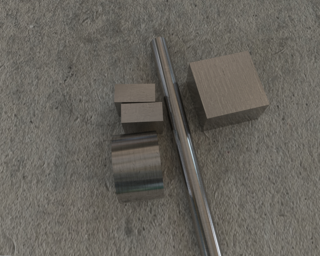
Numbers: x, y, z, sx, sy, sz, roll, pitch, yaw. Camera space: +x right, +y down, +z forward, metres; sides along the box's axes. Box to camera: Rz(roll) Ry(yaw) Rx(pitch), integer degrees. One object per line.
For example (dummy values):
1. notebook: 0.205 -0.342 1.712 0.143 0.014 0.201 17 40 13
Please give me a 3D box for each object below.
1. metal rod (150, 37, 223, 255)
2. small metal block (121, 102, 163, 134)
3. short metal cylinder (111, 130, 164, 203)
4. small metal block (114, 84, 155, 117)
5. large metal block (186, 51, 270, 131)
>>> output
1. metal rod: 0.029 0.012 0.404 0.025 0.025 0.299 -11 70 -5
2. small metal block: -0.022 -0.011 0.399 0.050 0.050 0.025 -3 70 -1
3. short metal cylinder: -0.025 0.045 0.362 0.050 0.080 0.080 -7 70 -3
4. small metal block: -0.031 -0.035 0.407 0.050 0.050 0.025 -1 70 -1
5. large metal block: 0.086 -0.048 0.414 0.081 0.050 0.080 -13 71 -5
